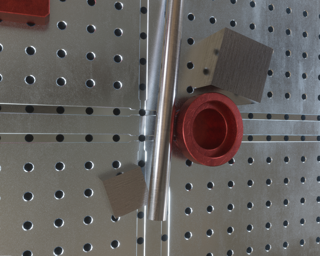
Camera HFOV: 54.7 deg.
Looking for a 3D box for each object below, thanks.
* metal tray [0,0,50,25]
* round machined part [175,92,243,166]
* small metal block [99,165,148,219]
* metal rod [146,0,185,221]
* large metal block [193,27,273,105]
[{"bbox_3d":[-0.171,-0.189,0.346,0.091,0.030,0.129,0,90,-21],"label":"metal tray"},{"bbox_3d":[0.062,0.002,0.424,0.099,0.042,0.097,0,90,-28],"label":"round machined part"},{"bbox_3d":[-0.044,0.080,0.397,0.050,0.025,0.050,-20,97,-19],"label":"small metal block"},{"bbox_3d":[0.009,-0.035,0.403,0.025,0.025,0.298,8,82,-20],"label":"metal rod"},{"bbox_3d":[0.103,-0.083,0.439,0.081,0.050,0.080,17,84,-20],"label":"large metal block"}]
